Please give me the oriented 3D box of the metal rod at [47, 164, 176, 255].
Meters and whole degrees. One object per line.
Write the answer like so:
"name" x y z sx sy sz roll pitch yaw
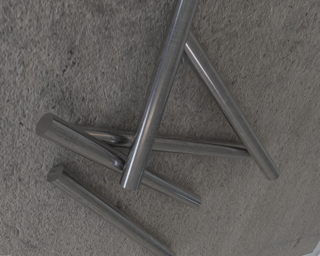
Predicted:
"metal rod" -0.054 0.144 0.466 0.025 0.025 0.300 -40 130 -1

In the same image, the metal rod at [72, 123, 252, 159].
"metal rod" 0.026 0.023 0.434 0.302 0.025 0.025 7 115 -32

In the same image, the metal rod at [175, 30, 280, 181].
"metal rod" 0.105 -0.016 0.434 0.025 0.025 0.300 -42 124 0

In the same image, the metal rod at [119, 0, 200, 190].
"metal rod" 0.009 -0.072 0.335 0.025 0.025 0.298 10 104 -33

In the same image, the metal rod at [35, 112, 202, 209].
"metal rod" -0.027 0.059 0.406 0.025 0.025 0.301 -48 136 5
